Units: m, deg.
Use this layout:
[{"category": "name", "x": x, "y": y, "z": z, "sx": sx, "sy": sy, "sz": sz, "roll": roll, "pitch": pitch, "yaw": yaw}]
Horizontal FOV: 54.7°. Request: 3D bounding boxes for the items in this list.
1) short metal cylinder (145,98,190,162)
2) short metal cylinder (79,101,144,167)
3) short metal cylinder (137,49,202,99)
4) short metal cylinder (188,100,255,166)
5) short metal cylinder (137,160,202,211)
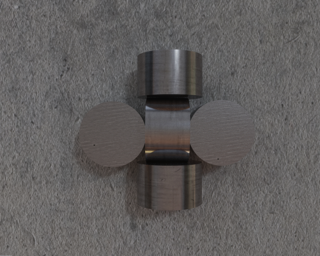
[{"category": "short metal cylinder", "x": 0.009, "y": 0.002, "z": 0.384, "sx": 0.050, "sy": 0.080, "sz": 0.080, "roll": 0, "pitch": 90, "yaw": 0}, {"category": "short metal cylinder", "x": -0.057, "y": 0.007, "z": 0.398, "sx": 0.081, "sy": 0.050, "sz": 0.080, "roll": 0, "pitch": 90, "yaw": -1}, {"category": "short metal cylinder", "x": 0.012, "y": -0.063, "z": 0.384, "sx": 0.081, "sy": 0.080, "sz": 0.050, "roll": 0, "pitch": 90, "yaw": 0}, {"category": "short metal cylinder", "x": 0.074, "y": 0.005, "z": 0.399, "sx": 0.081, "sy": 0.050, "sz": 0.080, "roll": 0, "pitch": 90, "yaw": 0}, {"category": "short metal cylinder", "x": 0.012, "y": 0.067, "z": 0.384, "sx": 0.081, "sy": 0.080, "sz": 0.050, "roll": 0, "pitch": 90, "yaw": 0}]
